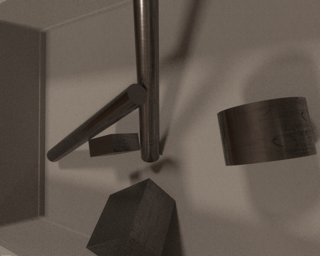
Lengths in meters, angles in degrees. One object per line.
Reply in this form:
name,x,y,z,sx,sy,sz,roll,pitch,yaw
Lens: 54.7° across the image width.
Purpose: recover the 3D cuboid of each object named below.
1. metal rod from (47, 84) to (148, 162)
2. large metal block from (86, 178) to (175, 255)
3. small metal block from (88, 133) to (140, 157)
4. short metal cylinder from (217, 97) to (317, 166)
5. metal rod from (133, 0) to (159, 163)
metal rod,-0.109,0.007,0.449,0.299,0.025,0.025,-27,73,51
large metal block,-0.035,0.120,0.390,0.080,0.080,0.050,-29,116,36
small metal block,-0.065,0.024,0.442,0.050,0.050,0.025,-14,82,39
short metal cylinder,0.098,0.005,0.289,0.080,0.081,0.050,-13,82,39
metal rod,-0.014,-0.082,0.331,0.025,0.025,0.298,30,136,35
